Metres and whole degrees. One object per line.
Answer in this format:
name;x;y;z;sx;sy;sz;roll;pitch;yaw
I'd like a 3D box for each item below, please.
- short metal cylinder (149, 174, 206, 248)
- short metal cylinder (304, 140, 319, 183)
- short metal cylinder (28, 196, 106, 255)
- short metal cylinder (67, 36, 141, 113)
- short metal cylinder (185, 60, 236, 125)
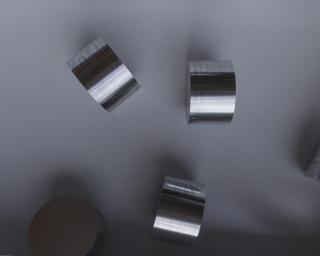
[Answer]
short metal cylinder;0.021;0.102;0.384;0.050;0.080;0.080;14;90;0
short metal cylinder;0.230;0.053;0.386;0.080;0.080;0.050;23;90;0
short metal cylinder;-0.112;0.130;0.382;0.080;0.050;0.080;0;62;1
short metal cylinder;-0.068;-0.066;0.383;0.050;0.080;0.080;-39;90;0
short metal cylinder;0.059;-0.044;0.384;0.050;0.080;0.080;0;90;0
